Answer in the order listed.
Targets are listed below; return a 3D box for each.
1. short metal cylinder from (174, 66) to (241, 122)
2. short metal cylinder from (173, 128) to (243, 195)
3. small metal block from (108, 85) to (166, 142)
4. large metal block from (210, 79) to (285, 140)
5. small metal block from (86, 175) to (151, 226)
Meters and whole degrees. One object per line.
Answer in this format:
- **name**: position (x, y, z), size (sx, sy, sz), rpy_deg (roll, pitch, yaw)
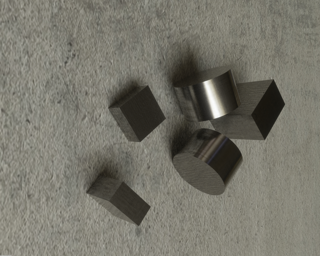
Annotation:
- **short metal cylinder**: position (0.065, -0.048, 0.426), size (0.081, 0.080, 0.050), rpy_deg (-33, 111, -35)
- **short metal cylinder**: position (0.065, 0.047, 0.426), size (0.050, 0.080, 0.080), rpy_deg (-49, 119, -29)
- **small metal block**: position (-0.027, -0.018, 0.384), size (0.050, 0.025, 0.050), rpy_deg (-43, 116, -32)
- **large metal block**: position (0.135, -0.028, 0.485), size (0.080, 0.080, 0.050), rpy_deg (-51, 121, -28)
- **small metal block**: position (-0.047, 0.082, 0.351), size (0.050, 0.050, 0.025), rpy_deg (49, 61, -29)
